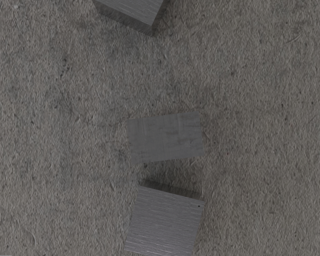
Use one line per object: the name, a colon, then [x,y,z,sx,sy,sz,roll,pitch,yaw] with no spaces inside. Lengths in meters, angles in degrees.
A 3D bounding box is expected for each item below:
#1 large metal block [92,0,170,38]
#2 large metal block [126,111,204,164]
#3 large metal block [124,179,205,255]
large metal block: [-0.030,-0.176,0.397,0.080,0.050,0.080,25,90,0]
large metal block: [0.006,0.010,0.382,0.080,0.080,0.050,-7,90,0]
large metal block: [0.005,0.117,0.397,0.080,0.050,0.080,14,90,0]
